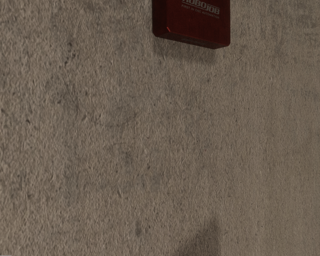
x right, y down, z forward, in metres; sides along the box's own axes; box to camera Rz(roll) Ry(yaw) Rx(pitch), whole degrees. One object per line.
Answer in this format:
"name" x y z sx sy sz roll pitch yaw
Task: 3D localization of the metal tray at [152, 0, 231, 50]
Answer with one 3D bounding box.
"metal tray" 0.049 -0.169 0.444 0.131 0.030 0.089 -2 91 -40
